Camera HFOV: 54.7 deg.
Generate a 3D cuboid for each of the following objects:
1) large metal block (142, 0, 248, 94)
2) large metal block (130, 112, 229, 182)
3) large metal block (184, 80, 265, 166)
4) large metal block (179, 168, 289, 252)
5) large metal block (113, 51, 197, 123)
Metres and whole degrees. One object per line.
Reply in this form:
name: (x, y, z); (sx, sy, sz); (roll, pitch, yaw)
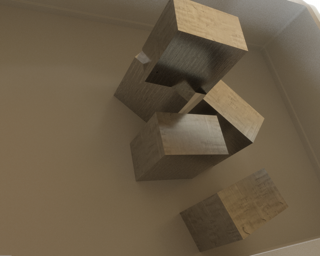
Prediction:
large metal block: (0.034, -0.086, 0.340); (0.081, 0.080, 0.050); (9, 58, -24)
large metal block: (0.019, 0.025, 0.367); (0.081, 0.080, 0.050); (2, 61, -28)
large metal block: (0.076, -0.006, 0.415); (0.080, 0.080, 0.050); (41, 51, -3)
large metal block: (0.084, 0.095, 0.359); (0.081, 0.080, 0.050); (-17, 71, -35)
large metal block: (-0.003, -0.052, 0.402); (0.080, 0.080, 0.050); (40, 51, -1)
